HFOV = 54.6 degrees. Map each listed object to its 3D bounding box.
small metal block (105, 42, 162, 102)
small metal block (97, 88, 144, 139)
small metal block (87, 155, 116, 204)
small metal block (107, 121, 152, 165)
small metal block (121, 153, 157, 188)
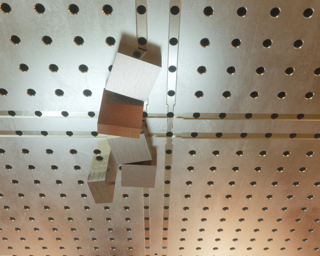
[{"bbox_3d":[-0.031,-0.063,0.357,0.050,0.025,0.050,17,128,-14],"label":"small metal block"},{"bbox_3d":[-0.047,-0.018,0.376,0.050,0.050,0.025,8,151,-7],"label":"small metal block"},{"bbox_3d":[-0.085,0.076,0.459,0.025,0.050,0.050,-5,130,4],"label":"small metal block"},{"bbox_3d":[-0.041,0.022,0.429,0.050,0.025,0.050,-9,130,7],"label":"small metal block"},{"bbox_3d":[-0.032,0.063,0.465,0.050,0.025,0.050,3,130,-3],"label":"small metal block"}]
